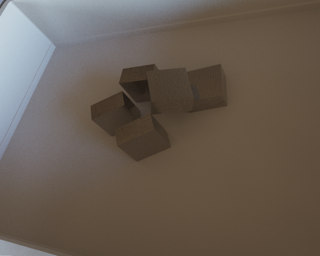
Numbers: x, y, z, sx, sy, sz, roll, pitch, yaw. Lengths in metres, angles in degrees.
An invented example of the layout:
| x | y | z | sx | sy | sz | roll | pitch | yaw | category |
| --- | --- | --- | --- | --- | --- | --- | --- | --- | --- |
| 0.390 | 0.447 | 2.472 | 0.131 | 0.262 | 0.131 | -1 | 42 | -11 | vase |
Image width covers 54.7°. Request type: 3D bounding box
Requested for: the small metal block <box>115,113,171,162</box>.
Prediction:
| x | y | z | sx | sy | sz | roll | pitch | yaw | category |
| --- | --- | --- | --- | --- | --- | --- | --- | --- | --- |
| -0.021 | 0.013 | 0.391 | 0.050 | 0.050 | 0.025 | -24 | 53 | 13 | small metal block |

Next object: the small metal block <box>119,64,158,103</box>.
| x | y | z | sx | sy | sz | roll | pitch | yaw | category |
| --- | --- | --- | --- | --- | --- | --- | --- | --- | --- |
| -0.021 | -0.062 | 0.437 | 0.050 | 0.050 | 0.025 | -3 | 61 | 26 | small metal block |

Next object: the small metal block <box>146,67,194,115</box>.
| x | y | z | sx | sy | sz | roll | pitch | yaw | category |
| --- | --- | --- | --- | --- | --- | --- | --- | --- | --- |
| 0.011 | -0.046 | 0.383 | 0.050 | 0.025 | 0.050 | -7 | 55 | -6 | small metal block |

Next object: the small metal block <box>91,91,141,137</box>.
| x | y | z | sx | sy | sz | roll | pitch | yaw | category |
| --- | --- | --- | --- | --- | --- | --- | --- | --- | --- |
| -0.060 | -0.018 | 0.431 | 0.050 | 0.050 | 0.025 | -23 | 54 | 14 | small metal block |

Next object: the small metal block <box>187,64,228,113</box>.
| x | y | z | sx | sy | sz | roll | pitch | yaw | category |
| --- | --- | --- | --- | --- | --- | --- | --- | --- | --- |
| 0.059 | -0.051 | 0.405 | 0.050 | 0.025 | 0.050 | -10 | 57 | 22 | small metal block |
